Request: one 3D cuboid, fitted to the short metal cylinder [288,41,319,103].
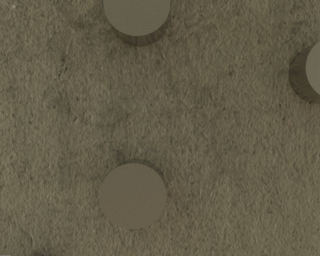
[{"bbox_3d":[0.217,-0.073,0.400,0.081,0.050,0.079,0,90,-1],"label":"short metal cylinder"}]

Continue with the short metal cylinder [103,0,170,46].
[{"bbox_3d":[-0.028,-0.151,0.397,0.081,0.050,0.079,0,90,-1],"label":"short metal cylinder"}]

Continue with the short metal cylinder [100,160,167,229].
[{"bbox_3d":[-0.032,0.082,0.397,0.081,0.050,0.079,0,90,-1],"label":"short metal cylinder"}]

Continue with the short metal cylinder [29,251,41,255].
[{"bbox_3d":[-0.171,0.200,0.380,0.080,0.080,0.050,-38,91,0],"label":"short metal cylinder"}]
